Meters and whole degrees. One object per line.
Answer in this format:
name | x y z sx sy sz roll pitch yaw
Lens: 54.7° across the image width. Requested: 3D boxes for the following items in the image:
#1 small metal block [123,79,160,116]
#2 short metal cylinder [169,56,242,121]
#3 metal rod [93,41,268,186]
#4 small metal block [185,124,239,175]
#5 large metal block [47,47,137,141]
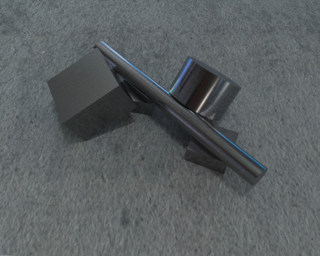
small metal block | -0.031 -0.047 0.444 0.050 0.025 0.050 10 51 7
short metal cylinder | 0.059 -0.052 0.407 0.080 0.050 0.080 28 18 -10
metal rod | 0.007 -0.034 0.401 0.025 0.025 0.300 -34 58 -25
small metal block | 0.065 0.024 0.386 0.050 0.025 0.050 19 52 15
large metal block | -0.089 -0.044 0.403 0.080 0.050 0.080 -34 55 3
